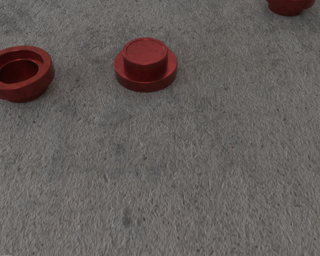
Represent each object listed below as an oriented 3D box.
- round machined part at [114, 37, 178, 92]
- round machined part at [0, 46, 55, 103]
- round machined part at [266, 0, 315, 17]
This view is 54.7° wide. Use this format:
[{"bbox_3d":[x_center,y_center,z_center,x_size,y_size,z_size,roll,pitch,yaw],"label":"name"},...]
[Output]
[{"bbox_3d":[-0.022,-0.103,0.479,0.099,0.042,0.098,0,50,0],"label":"round machined part"},{"bbox_3d":[-0.204,-0.075,0.453,0.099,0.042,0.098,0,50,0],"label":"round machined part"},{"bbox_3d":[0.253,-0.256,0.609,0.099,0.042,0.098,0,50,0],"label":"round machined part"}]
